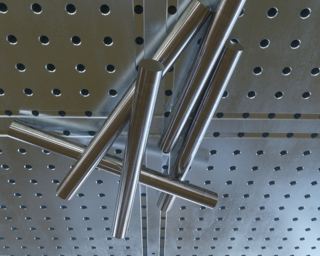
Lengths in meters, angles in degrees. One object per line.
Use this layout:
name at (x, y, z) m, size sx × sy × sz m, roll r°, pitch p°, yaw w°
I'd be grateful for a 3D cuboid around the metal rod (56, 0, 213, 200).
metal rod at (-0.044, -0.017, 0.367) m, size 0.025 × 0.025 × 0.299 m, roll 29°, pitch 115°, yaw -23°

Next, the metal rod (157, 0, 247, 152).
metal rod at (0.051, -0.079, 0.335) m, size 0.025 × 0.025 × 0.298 m, roll 13°, pitch 132°, yaw -11°

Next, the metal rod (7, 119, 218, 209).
metal rod at (-0.058, 0.055, 0.436) m, size 0.302 × 0.025 × 0.025 m, roll 22°, pitch 127°, yaw -10°

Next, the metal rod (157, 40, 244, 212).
metal rod at (0.043, 0.020, 0.429) m, size 0.025 × 0.025 × 0.298 m, roll 10°, pitch 129°, yaw -9°

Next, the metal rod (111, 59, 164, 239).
metal rod at (-0.036, 0.051, 0.397) m, size 0.025 × 0.025 × 0.298 m, roll 8°, pitch 129°, yaw -7°
